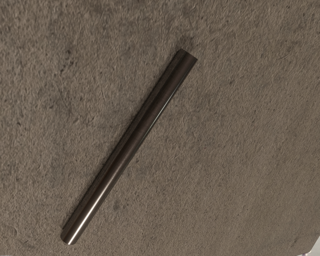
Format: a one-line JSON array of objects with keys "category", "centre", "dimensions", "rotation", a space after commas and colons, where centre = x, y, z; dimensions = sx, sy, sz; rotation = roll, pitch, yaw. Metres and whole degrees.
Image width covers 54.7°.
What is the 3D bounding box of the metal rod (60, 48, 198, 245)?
[{"category": "metal rod", "centre": [-0.046, 0.032, 0.402], "dimensions": [0.025, 0.025, 0.299], "rotation": [25, 105, -37]}]
